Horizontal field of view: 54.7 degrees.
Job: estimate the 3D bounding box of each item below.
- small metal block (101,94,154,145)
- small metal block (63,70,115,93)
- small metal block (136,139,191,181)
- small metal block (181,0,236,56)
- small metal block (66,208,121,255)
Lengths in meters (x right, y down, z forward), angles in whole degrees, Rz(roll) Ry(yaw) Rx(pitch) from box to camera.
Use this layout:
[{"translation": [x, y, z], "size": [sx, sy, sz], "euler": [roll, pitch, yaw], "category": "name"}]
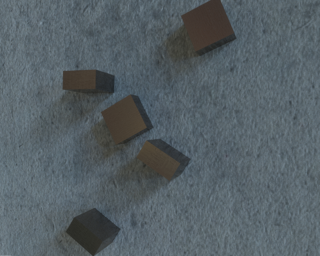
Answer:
[{"translation": [-0.045, -0.011, 0.424], "size": [0.050, 0.025, 0.050], "euler": [-29, 81, 17], "category": "small metal block"}, {"translation": [-0.098, -0.063, 0.429], "size": [0.050, 0.050, 0.025], "euler": [1, 91, 19], "category": "small metal block"}, {"translation": [0.006, 0.038, 0.393], "size": [0.050, 0.050, 0.025], "euler": [33, 101, 16], "category": "small metal block"}, {"translation": [0.061, -0.126, 0.387], "size": [0.050, 0.025, 0.050], "euler": [-23, 83, 18], "category": "small metal block"}, {"translation": [-0.091, 0.141, 0.426], "size": [0.050, 0.050, 0.025], "euler": [34, 101, 16], "category": "small metal block"}]
